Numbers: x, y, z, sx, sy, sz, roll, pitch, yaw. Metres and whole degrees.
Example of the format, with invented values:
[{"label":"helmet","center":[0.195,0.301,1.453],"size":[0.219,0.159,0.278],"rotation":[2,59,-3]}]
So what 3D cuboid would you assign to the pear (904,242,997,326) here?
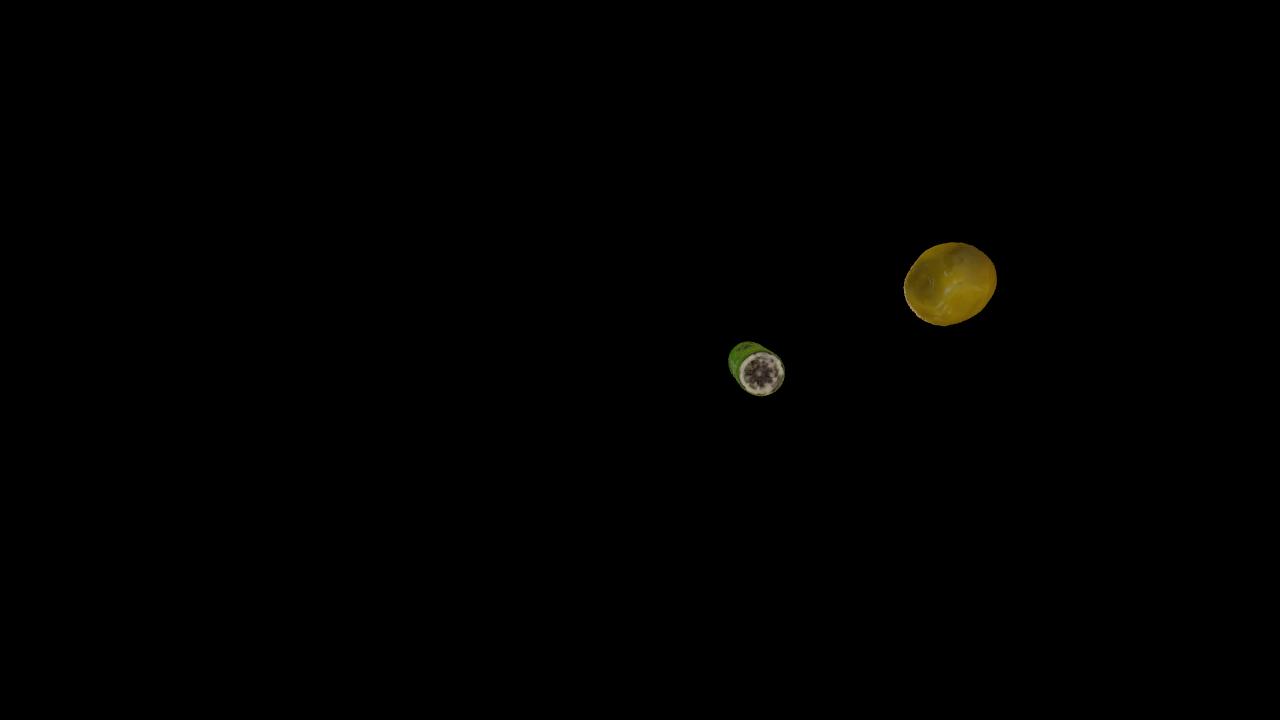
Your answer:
[{"label":"pear","center":[0.313,-0.072,0.589],"size":[0.111,0.080,0.080],"rotation":[-5,2,-22]}]

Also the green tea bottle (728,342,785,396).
[{"label":"green tea bottle","center":[0.180,0.008,0.984],"size":[0.073,0.073,0.212],"rotation":[0,5,3]}]
